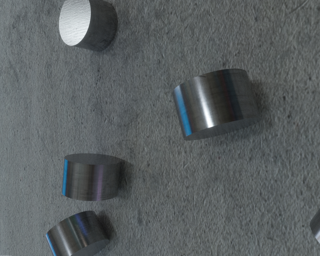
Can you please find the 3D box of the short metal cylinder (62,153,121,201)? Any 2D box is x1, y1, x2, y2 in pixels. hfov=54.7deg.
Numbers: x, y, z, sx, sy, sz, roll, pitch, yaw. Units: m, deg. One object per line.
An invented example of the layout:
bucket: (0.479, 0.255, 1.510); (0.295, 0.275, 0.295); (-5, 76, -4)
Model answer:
short metal cylinder: (-0.099, 0.069, 0.452); (0.080, 0.081, 0.050); (10, 96, 39)

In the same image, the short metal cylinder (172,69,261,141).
short metal cylinder: (0.058, -0.022, 0.322); (0.080, 0.081, 0.050); (-22, 76, 38)

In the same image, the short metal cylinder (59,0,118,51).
short metal cylinder: (-0.112, -0.163, 0.482); (0.080, 0.050, 0.080); (0, 90, 40)

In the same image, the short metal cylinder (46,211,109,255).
short metal cylinder: (-0.125, 0.170, 0.473); (0.080, 0.081, 0.050); (-49, 61, 29)

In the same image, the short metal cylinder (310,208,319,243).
short metal cylinder: (0.165, 0.077, 0.233); (0.080, 0.081, 0.050); (38, 113, 33)
